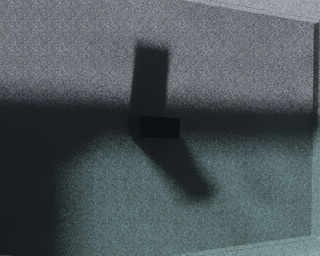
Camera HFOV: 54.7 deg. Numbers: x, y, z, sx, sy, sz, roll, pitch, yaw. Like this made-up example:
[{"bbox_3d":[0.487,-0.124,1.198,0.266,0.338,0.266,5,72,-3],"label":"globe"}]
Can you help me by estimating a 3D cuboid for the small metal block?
[{"bbox_3d":[-0.008,-0.001,0.391,0.050,0.050,0.025,3,89,-20],"label":"small metal block"}]
